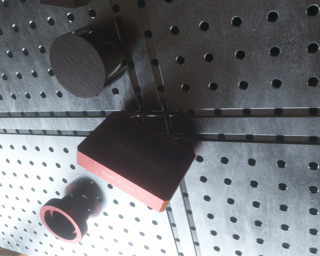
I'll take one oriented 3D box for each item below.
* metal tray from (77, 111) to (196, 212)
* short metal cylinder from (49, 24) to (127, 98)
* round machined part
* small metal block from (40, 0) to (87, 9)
[{"bbox_3d":[-0.030,0.039,0.406,0.130,0.090,0.030,29,136,10],"label":"metal tray"},{"bbox_3d":[-0.089,-0.084,0.390,0.080,0.050,0.079,13,124,20],"label":"short metal cylinder"},{"bbox_3d":[-0.181,0.174,0.603,0.098,0.042,0.097,13,124,21],"label":"round machined part"},{"bbox_3d":[-0.117,-0.172,0.366,0.050,0.025,0.050,15,125,19],"label":"small metal block"}]
